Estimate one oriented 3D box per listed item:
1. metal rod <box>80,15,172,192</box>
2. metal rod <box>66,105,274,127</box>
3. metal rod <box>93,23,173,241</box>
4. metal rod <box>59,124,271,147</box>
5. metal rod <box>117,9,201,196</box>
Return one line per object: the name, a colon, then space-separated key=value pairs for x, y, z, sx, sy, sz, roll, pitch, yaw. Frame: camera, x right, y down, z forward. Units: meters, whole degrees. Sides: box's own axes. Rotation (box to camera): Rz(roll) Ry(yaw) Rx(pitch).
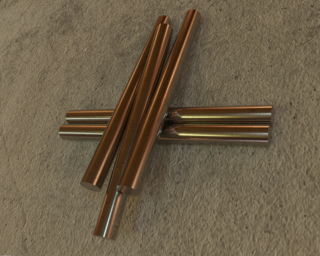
metal rod: x=-0.036 y=-0.054 z=0.429 sx=0.025 sy=0.025 sz=0.300 roll=1 pitch=54 yaw=28
metal rod: x=-0.006 y=-0.015 z=0.418 sx=0.300 sy=0.025 sz=0.025 roll=0 pitch=62 yaw=28
metal rod: x=-0.026 y=-0.014 z=0.393 sx=0.025 sy=0.025 sz=0.300 roll=0 pitch=61 yaw=28
metal rod: x=-0.013 y=0.007 z=0.408 sx=0.300 sy=0.025 sz=0.025 roll=0 pitch=62 yaw=28
metal rod: x=0.009 y=-0.054 z=0.405 sx=0.025 sy=0.025 sz=0.300 roll=1 pitch=54 yaw=28
